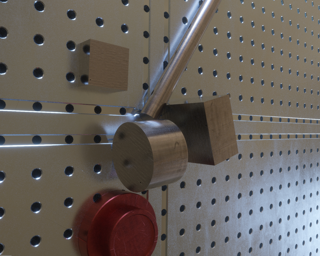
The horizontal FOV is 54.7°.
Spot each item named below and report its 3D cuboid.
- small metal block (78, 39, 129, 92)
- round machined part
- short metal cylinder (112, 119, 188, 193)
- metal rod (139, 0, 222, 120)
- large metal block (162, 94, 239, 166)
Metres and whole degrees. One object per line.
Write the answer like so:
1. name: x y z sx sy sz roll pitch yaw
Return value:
1. small metal block: -0.064 -0.070 0.357 0.050 0.025 0.050 4 88 -40
2. round machined part: -0.041 0.126 0.366 0.099 0.042 0.097 0 90 -40
3. short metal cylinder: -0.013 0.031 0.364 0.050 0.080 0.079 -7 95 -40
4. metal rod: 0.049 -0.136 0.452 0.025 0.025 0.300 42 65 -32
5. large metal block: 0.052 0.001 0.419 0.050 0.080 0.079 -19 103 -39
